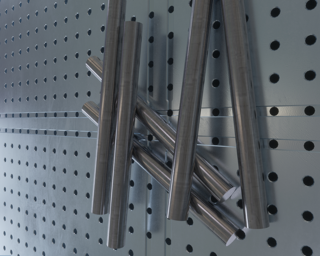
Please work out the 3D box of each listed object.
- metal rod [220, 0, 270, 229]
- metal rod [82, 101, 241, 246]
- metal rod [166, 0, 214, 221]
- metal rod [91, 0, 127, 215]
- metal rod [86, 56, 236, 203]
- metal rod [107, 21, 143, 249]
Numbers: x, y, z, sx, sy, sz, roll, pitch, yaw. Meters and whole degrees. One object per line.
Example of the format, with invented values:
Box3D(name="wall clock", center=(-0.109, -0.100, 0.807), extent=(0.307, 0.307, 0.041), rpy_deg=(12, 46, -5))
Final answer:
Box3D(name="metal rod", center=(0.089, -0.046, 0.336), extent=(0.025, 0.025, 0.299), rpy_deg=(-9, 84, 40))
Box3D(name="metal rod", center=(-0.018, 0.044, 0.425), extent=(0.300, 0.025, 0.025), rpy_deg=(38, 113, 33))
Box3D(name="metal rod", center=(0.038, -0.046, 0.357), extent=(0.025, 0.025, 0.299), rpy_deg=(5, 87, 40))
Box3D(name="metal rod", center=(-0.072, -0.027, 0.436), extent=(0.025, 0.025, 0.298), rpy_deg=(9, 96, 40))
Box3D(name="metal rod", center=(-0.016, -0.015, 0.423), extent=(0.300, 0.025, 0.025), rpy_deg=(44, 117, 31))
Box3D(name="metal rod", center=(-0.048, 0.012, 0.415), extent=(0.025, 0.025, 0.298), rpy_deg=(8, 95, 40))
